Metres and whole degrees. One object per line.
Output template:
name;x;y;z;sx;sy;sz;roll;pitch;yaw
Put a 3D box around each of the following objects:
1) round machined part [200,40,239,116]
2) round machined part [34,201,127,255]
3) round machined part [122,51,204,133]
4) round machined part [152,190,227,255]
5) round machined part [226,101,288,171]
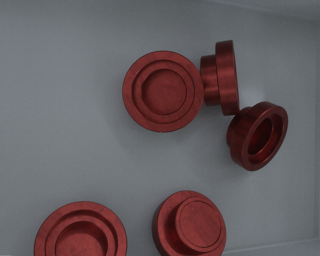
round machined part;0.080;-0.064;0.411;0.042;0.098;0.097;-5;93;16
round machined part;-0.090;0.138;0.353;0.099;0.042;0.098;9;53;-12
round machined part;0.006;-0.045;0.390;0.098;0.042;0.097;1;97;7
round machined part;0.043;0.126;0.395;0.099;0.042;0.098;12;57;-18
round machined part;0.132;0.008;0.435;0.099;0.042;0.097;-20;125;-32
